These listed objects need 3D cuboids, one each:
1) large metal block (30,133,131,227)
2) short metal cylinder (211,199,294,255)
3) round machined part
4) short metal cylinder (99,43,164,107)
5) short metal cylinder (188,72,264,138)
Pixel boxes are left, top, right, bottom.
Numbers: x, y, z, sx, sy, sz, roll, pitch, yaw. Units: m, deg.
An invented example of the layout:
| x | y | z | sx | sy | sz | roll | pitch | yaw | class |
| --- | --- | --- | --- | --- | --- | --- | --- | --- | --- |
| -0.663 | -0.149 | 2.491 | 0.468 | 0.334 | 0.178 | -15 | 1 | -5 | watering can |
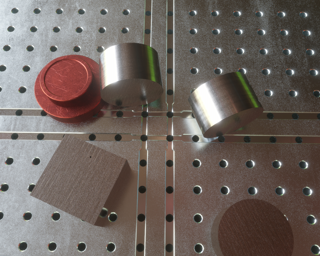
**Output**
| x | y | z | sx | sy | sz | roll | pitch | yaw | class |
| --- | --- | --- | --- | --- | --- | --- | --- | --- | --- |
| -0.092 | 0.064 | 0.374 | 0.080 | 0.050 | 0.080 | 23 | 72 | 8 | large metal block |
| 0.102 | 0.124 | 0.354 | 0.081 | 0.050 | 0.080 | 0 | 70 | 0 | short metal cylinder |
| -0.123 | -0.059 | 0.423 | 0.099 | 0.042 | 0.098 | 0 | 70 | 0 | round machined part |
| -0.038 | -0.067 | 0.407 | 0.081 | 0.080 | 0.050 | -6 | 70 | -2 | short metal cylinder |
| 0.082 | -0.027 | 0.393 | 0.080 | 0.080 | 0.050 | -20 | 71 | -7 | short metal cylinder |
